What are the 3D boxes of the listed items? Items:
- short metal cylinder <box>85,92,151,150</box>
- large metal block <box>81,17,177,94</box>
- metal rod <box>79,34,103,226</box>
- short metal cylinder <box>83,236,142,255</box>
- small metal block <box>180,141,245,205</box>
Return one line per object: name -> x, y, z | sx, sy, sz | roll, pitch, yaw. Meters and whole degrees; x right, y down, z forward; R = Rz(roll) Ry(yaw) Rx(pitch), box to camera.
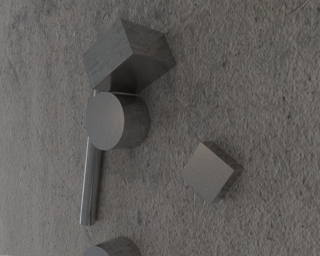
short metal cylinder -> -0.060, -0.010, 0.438 | 0.080, 0.050, 0.080 | 0, 90, 40
large metal block -> -0.040, -0.088, 0.402 | 0.080, 0.081, 0.050 | -31, 71, 35
metal rod -> -0.100, 0.006, 0.487 | 0.025, 0.025, 0.298 | 11, 97, 39
short metal cylinder -> -0.068, 0.203, 0.445 | 0.080, 0.050, 0.080 | 0, 90, 40
small metal block -> 0.059, 0.050, 0.356 | 0.050, 0.025, 0.050 | 42, 116, 31
